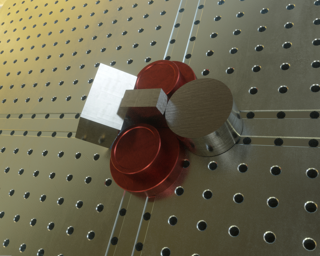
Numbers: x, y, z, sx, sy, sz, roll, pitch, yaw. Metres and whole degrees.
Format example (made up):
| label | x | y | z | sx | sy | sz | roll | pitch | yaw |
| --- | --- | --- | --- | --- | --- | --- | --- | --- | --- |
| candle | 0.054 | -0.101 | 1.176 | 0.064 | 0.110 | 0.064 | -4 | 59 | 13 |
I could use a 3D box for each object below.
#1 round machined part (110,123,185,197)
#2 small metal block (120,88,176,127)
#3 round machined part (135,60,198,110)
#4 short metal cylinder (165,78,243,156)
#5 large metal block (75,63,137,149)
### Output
| label | x | y | z | sx | sy | sz | roll | pitch | yaw |
| --- | --- | --- | --- | --- | --- | --- | --- | --- | --- |
| round machined part | -0.022 | 0.033 | 0.389 | 0.098 | 0.042 | 0.098 | -13 | 56 | 21 |
| small metal block | -0.013 | -0.024 | 0.385 | 0.050 | 0.050 | 0.025 | 1 | 63 | 29 |
| round machined part | 0.003 | -0.056 | 0.430 | 0.098 | 0.042 | 0.098 | -13 | 56 | 21 |
| short metal cylinder | 0.053 | -0.012 | 0.371 | 0.080 | 0.050 | 0.080 | -13 | 56 | 21 |
| large metal block | -0.075 | -0.027 | 0.422 | 0.050 | 0.080 | 0.080 | 20 | 65 | -12 |
